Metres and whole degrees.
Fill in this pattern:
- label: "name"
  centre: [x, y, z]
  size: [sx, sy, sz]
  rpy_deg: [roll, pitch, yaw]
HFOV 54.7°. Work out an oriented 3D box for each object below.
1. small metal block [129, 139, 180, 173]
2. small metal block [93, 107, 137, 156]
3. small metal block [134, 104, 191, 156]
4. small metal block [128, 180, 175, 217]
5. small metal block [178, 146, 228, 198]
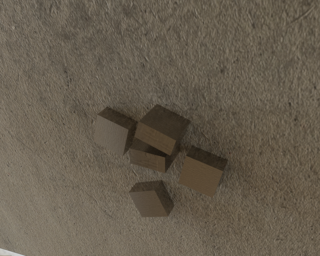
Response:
- label: "small metal block"
  centre: [-0.006, 0.029, 0.412]
  size: [0.050, 0.050, 0.025]
  rpy_deg: [13, 124, 21]
- label: "small metal block"
  centre: [-0.065, 0.005, 0.444]
  size: [0.050, 0.025, 0.050]
  rpy_deg: [25, 128, 12]
- label: "small metal block"
  centre: [0.004, 0.001, 0.389]
  size: [0.050, 0.050, 0.025]
  rpy_deg: [27, 128, 11]
- label: "small metal block"
  centre: [-0.013, 0.111, 0.482]
  size: [0.050, 0.025, 0.050]
  rpy_deg: [-12, 112, 33]
- label: "small metal block"
  centre: [0.057, 0.058, 0.413]
  size: [0.050, 0.025, 0.050]
  rpy_deg: [22, 127, 15]
